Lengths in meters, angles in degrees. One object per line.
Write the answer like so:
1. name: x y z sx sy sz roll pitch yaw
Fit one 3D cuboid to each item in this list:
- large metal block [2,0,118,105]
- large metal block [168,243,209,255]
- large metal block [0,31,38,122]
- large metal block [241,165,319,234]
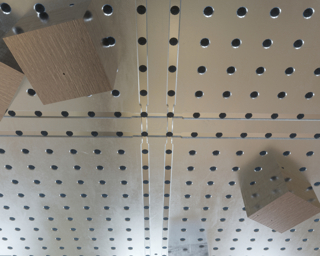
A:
1. large metal block: -0.098 -0.078 0.328 0.080 0.050 0.080 -11 129 9
2. large metal block: 0.063 0.283 0.636 0.080 0.050 0.080 -8 130 6
3. large metal block: -0.193 -0.064 0.339 0.080 0.050 0.080 29 124 -23
4. large metal block: 0.192 0.116 0.495 0.080 0.050 0.080 29 124 -23
